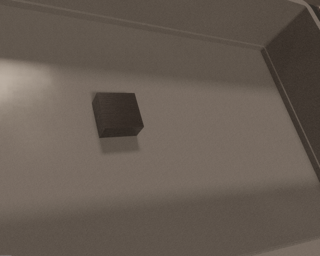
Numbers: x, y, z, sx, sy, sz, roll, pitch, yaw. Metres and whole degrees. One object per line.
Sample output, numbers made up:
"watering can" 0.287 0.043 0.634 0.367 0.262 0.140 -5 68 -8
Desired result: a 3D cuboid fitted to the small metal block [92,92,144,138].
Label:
"small metal block" -0.053 -0.017 0.388 0.050 0.025 0.050 -3 63 -30
